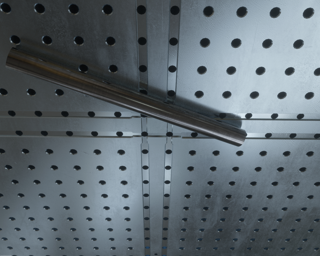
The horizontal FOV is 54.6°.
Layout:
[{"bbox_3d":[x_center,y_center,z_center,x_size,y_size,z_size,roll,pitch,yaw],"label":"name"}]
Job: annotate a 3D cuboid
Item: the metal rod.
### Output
[{"bbox_3d":[-0.028,-0.032,0.383,0.302,0.025,0.025,18,128,-15],"label":"metal rod"}]
